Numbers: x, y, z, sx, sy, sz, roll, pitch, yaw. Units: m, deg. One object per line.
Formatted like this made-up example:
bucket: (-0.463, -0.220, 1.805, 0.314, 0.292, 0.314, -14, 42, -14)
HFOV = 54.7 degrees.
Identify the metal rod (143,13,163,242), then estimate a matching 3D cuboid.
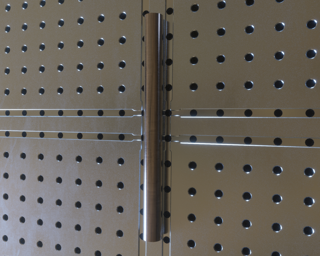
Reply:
metal rod: (-0.009, -0.001, 0.415, 0.025, 0.025, 0.298, 0, 90, 19)
